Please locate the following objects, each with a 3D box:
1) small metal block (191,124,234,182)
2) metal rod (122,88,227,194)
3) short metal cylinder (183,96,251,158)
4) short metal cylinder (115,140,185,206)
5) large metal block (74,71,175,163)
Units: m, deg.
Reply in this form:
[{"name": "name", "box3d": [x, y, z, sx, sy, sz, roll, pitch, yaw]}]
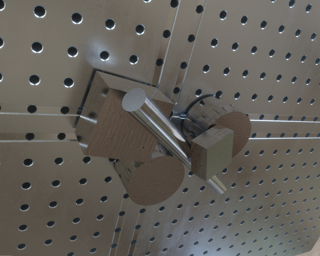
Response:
[{"name": "small metal block", "box3d": [0.065, 0.030, 0.387, 0.050, 0.025, 0.050, -29, 130, -33]}, {"name": "metal rod", "box3d": [0.039, 0.037, 0.405, 0.025, 0.025, 0.300, -43, 144, 1]}, {"name": "short metal cylinder", "box3d": [0.080, 0.002, 0.435, 0.081, 0.050, 0.079, -14, 124, -21]}, {"name": "short metal cylinder", "box3d": [-0.014, 0.057, 0.418, 0.081, 0.050, 0.079, -14, 124, -21]}, {"name": "large metal block", "box3d": [-0.042, -0.011, 0.358, 0.081, 0.050, 0.079, 11, 113, -33]}]
